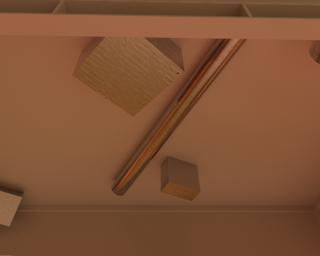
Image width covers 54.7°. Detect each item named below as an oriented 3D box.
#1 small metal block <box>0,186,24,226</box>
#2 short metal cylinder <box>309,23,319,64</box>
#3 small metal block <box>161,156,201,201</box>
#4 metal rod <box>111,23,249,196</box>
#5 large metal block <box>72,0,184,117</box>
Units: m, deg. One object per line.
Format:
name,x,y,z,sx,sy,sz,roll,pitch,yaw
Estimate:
small metal block,-0.253,0.122,0.493,0.050,0.025,0.050,24,89,-19
short metal cylinder,0.196,-0.089,0.301,0.081,0.080,0.050,3,130,-3
small metal block,0.029,0.074,0.456,0.050,0.050,0.025,20,127,-17
metal rod,0.009,-0.002,0.407,0.025,0.025,0.298,23,126,-19
large metal block,-0.032,-0.071,0.332,0.080,0.050,0.080,35,122,-27
